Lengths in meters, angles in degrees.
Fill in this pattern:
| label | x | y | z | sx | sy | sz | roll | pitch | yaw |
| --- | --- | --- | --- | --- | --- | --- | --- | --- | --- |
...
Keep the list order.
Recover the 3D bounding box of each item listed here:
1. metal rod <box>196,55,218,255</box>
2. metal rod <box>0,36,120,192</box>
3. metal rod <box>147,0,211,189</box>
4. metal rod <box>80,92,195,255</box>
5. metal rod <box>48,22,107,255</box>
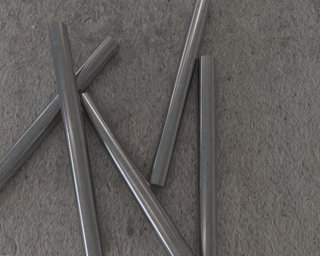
| label | x | y | z | sx | sy | sz | roll | pitch | yaw |
| --- | --- | --- | --- | --- | --- | --- | --- | --- | --- |
| metal rod | 0.059 | 0.043 | 0.392 | 0.025 | 0.025 | 0.299 | 3 | 70 | 1 |
| metal rod | -0.152 | -0.007 | 0.409 | 0.025 | 0.025 | 0.300 | 32 | 73 | 11 |
| metal rod | 0.032 | -0.065 | 0.431 | 0.025 | 0.025 | 0.299 | 13 | 70 | 5 |
| metal rod | -0.023 | 0.073 | 0.366 | 0.025 | 0.025 | 0.299 | -31 | 68 | -11 |
| metal rod | -0.106 | 0.007 | 0.385 | 0.025 | 0.025 | 0.299 | -12 | 78 | -4 |
